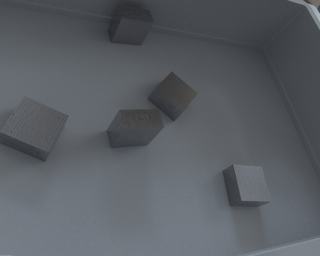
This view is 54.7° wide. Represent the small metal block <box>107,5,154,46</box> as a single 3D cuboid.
[{"bbox_3d":[-0.044,-0.151,0.459,0.050,0.050,0.025,-3,64,-30],"label":"small metal block"}]

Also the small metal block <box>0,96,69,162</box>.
[{"bbox_3d":[-0.134,0.001,0.333,0.050,0.025,0.050,26,53,-13],"label":"small metal block"}]

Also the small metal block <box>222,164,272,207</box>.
[{"bbox_3d":[0.118,0.079,0.423,0.050,0.025,0.050,8,58,-25],"label":"small metal block"}]

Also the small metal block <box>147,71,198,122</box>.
[{"bbox_3d":[0.019,-0.046,0.445,0.050,0.025,0.050,40,51,-1],"label":"small metal block"}]

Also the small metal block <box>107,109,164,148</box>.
[{"bbox_3d":[-0.031,0.001,0.374,0.050,0.050,0.025,-3,64,-30],"label":"small metal block"}]
